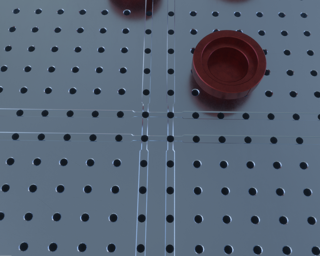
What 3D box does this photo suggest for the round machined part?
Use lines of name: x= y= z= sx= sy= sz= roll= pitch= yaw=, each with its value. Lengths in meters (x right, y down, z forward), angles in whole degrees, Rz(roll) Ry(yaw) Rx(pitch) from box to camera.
round machined part: x=0.093 y=-0.084 z=0.434 sx=0.099 sy=0.042 sz=0.098 roll=0 pitch=70 yaw=0
